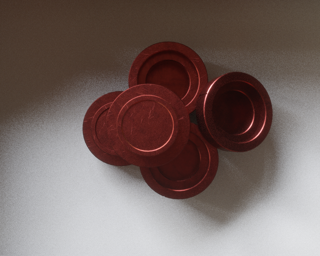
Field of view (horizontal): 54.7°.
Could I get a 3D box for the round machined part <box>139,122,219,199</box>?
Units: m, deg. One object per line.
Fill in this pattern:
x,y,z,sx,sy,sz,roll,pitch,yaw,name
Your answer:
0.023,0.039,0.401,0.099,0.042,0.097,0,90,-1,round machined part

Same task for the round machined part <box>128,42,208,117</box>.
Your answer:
0.010,-0.058,0.402,0.099,0.042,0.097,0,90,-1,round machined part

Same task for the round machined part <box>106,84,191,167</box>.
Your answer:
-0.013,-0.003,0.358,0.099,0.042,0.097,0,90,-1,round machined part

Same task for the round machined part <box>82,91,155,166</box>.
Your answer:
-0.051,0.001,0.399,0.099,0.042,0.097,0,90,-1,round machined part

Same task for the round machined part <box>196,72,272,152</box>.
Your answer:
0.089,-0.019,0.392,0.099,0.042,0.097,1,87,-21,round machined part
